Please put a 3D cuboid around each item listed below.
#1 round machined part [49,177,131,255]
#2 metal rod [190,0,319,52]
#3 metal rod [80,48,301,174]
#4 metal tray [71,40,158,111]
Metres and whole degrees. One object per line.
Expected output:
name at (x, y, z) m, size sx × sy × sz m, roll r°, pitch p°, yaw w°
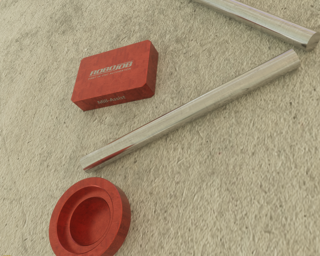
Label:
round machined part at (-0.077, 0.111, 0.364) m, size 0.098 × 0.042 × 0.098 m, roll -13°, pitch 56°, yaw 20°
metal rod at (0.098, -0.183, 0.463) m, size 0.025 × 0.025 × 0.300 m, roll -44°, pitch 51°, yaw -3°
metal rod at (0.030, -0.016, 0.397) m, size 0.301 × 0.025 × 0.025 m, roll -27°, pitch 53°, yaw 10°
metal tray at (-0.070, -0.081, 0.485) m, size 0.130 × 0.030 × 0.090 m, roll -9°, pitch 58°, yaw 22°
